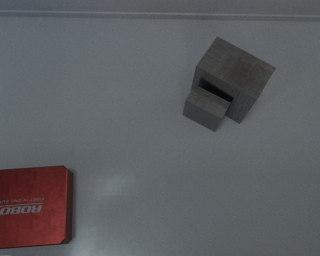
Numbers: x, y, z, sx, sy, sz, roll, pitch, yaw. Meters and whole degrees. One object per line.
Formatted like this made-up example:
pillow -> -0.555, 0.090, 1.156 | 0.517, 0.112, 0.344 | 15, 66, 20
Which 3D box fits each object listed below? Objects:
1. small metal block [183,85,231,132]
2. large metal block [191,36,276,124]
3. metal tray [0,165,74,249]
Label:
small metal block -> 0.060, -0.024, 0.406 | 0.050, 0.050, 0.025 | 28, 73, 9
large metal block -> 0.090, -0.059, 0.403 | 0.080, 0.080, 0.050 | 32, 73, 10
metal tray -> -0.174, 0.096, 0.370 | 0.131, 0.030, 0.090 | -4, 70, -2
